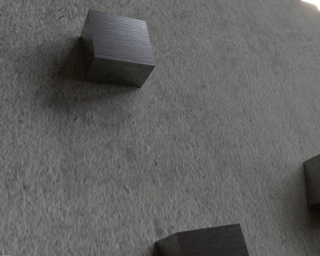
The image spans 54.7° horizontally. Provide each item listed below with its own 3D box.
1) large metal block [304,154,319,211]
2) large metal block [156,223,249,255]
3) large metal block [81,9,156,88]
[{"bbox_3d":[0.279,0.092,0.485,0.080,0.050,0.080,24,53,-14],"label":"large metal block"},{"bbox_3d":[0.049,0.150,0.324,0.081,0.050,0.080,2,61,-28],"label":"large metal block"},{"bbox_3d":[-0.059,-0.106,0.422,0.081,0.050,0.080,2,61,-27],"label":"large metal block"}]
